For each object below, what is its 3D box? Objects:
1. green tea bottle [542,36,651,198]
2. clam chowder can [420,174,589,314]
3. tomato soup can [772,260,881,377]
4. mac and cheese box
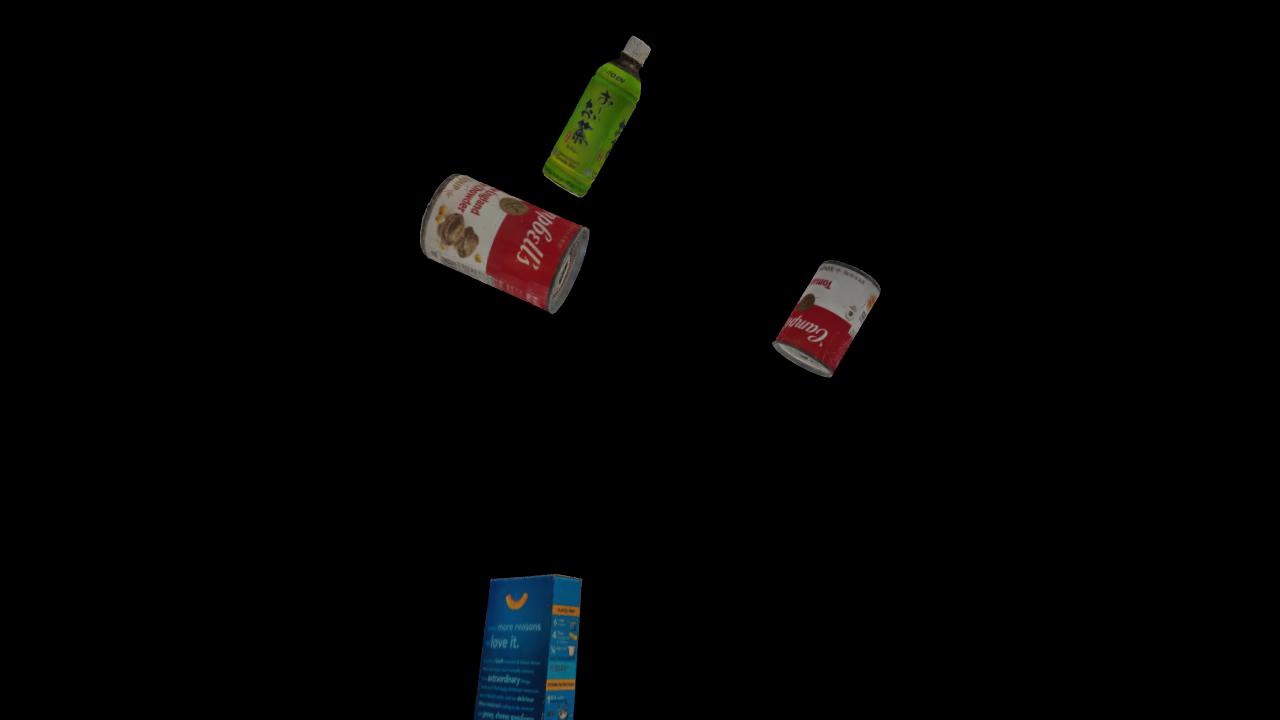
[{"bbox_3d":[-0.054,-0.326,0.824,0.073,0.212,0.073,28,16,-9],"label":"green tea bottle"},{"bbox_3d":[-0.096,-0.084,0.445,0.102,0.068,0.068,24,1,2],"label":"clam chowder can"},{"bbox_3d":[0.190,-0.042,0.623,0.068,0.101,0.068,32,-3,2],"label":"tomato soup can"},{"bbox_3d":[-0.097,0.280,0.515,0.093,0.184,0.041,-20,-33,38],"label":"mac and cheese box"}]
